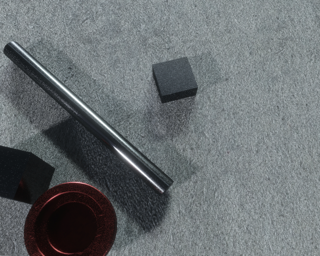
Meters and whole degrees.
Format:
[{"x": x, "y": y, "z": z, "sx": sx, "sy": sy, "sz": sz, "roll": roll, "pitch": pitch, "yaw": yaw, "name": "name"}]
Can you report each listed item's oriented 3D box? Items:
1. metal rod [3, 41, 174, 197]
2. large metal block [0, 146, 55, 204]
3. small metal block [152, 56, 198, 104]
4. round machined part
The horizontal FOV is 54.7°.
[{"x": -0.103, "y": -0.020, "z": 0.414, "sx": 0.300, "sy": 0.025, "sz": 0.025, "roll": 40, "pitch": 75, "yaw": 13, "name": "metal rod"}, {"x": -0.180, "y": 0.053, "z": 0.357, "sx": 0.080, "sy": 0.080, "sz": 0.050, "roll": 12, "pitch": 71, "yaw": 4, "name": "large metal block"}, {"x": 0.020, "y": -0.067, "z": 0.433, "sx": 0.050, "sy": 0.025, "sz": 0.050, "roll": -14, "pitch": 71, "yaw": -6, "name": "small metal block"}, {"x": -0.099, "y": 0.114, "z": 0.356, "sx": 0.099, "sy": 0.042, "sz": 0.098, "roll": 0, "pitch": 70, "yaw": -1, "name": "round machined part"}]
